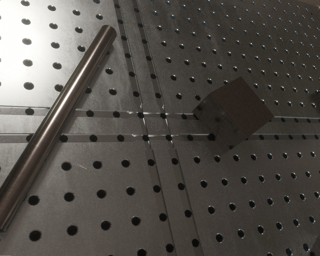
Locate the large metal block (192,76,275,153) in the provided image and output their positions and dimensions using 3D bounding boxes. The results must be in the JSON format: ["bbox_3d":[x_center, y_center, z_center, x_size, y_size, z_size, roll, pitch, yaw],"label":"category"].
[{"bbox_3d":[0.111,-0.021,0.467,0.081,0.050,0.080,-30,78,-38],"label":"large metal block"}]

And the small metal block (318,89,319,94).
[{"bbox_3d":[0.370,-0.067,0.652,0.050,0.025,0.050,-7,65,-32],"label":"small metal block"}]

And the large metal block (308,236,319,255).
[{"bbox_3d":[0.242,0.195,0.406,0.081,0.050,0.080,-33,81,-38],"label":"large metal block"}]

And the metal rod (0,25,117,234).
[{"bbox_3d":[-0.112,-0.026,0.364,0.025,0.025,0.300,27,52,-12],"label":"metal rod"}]
